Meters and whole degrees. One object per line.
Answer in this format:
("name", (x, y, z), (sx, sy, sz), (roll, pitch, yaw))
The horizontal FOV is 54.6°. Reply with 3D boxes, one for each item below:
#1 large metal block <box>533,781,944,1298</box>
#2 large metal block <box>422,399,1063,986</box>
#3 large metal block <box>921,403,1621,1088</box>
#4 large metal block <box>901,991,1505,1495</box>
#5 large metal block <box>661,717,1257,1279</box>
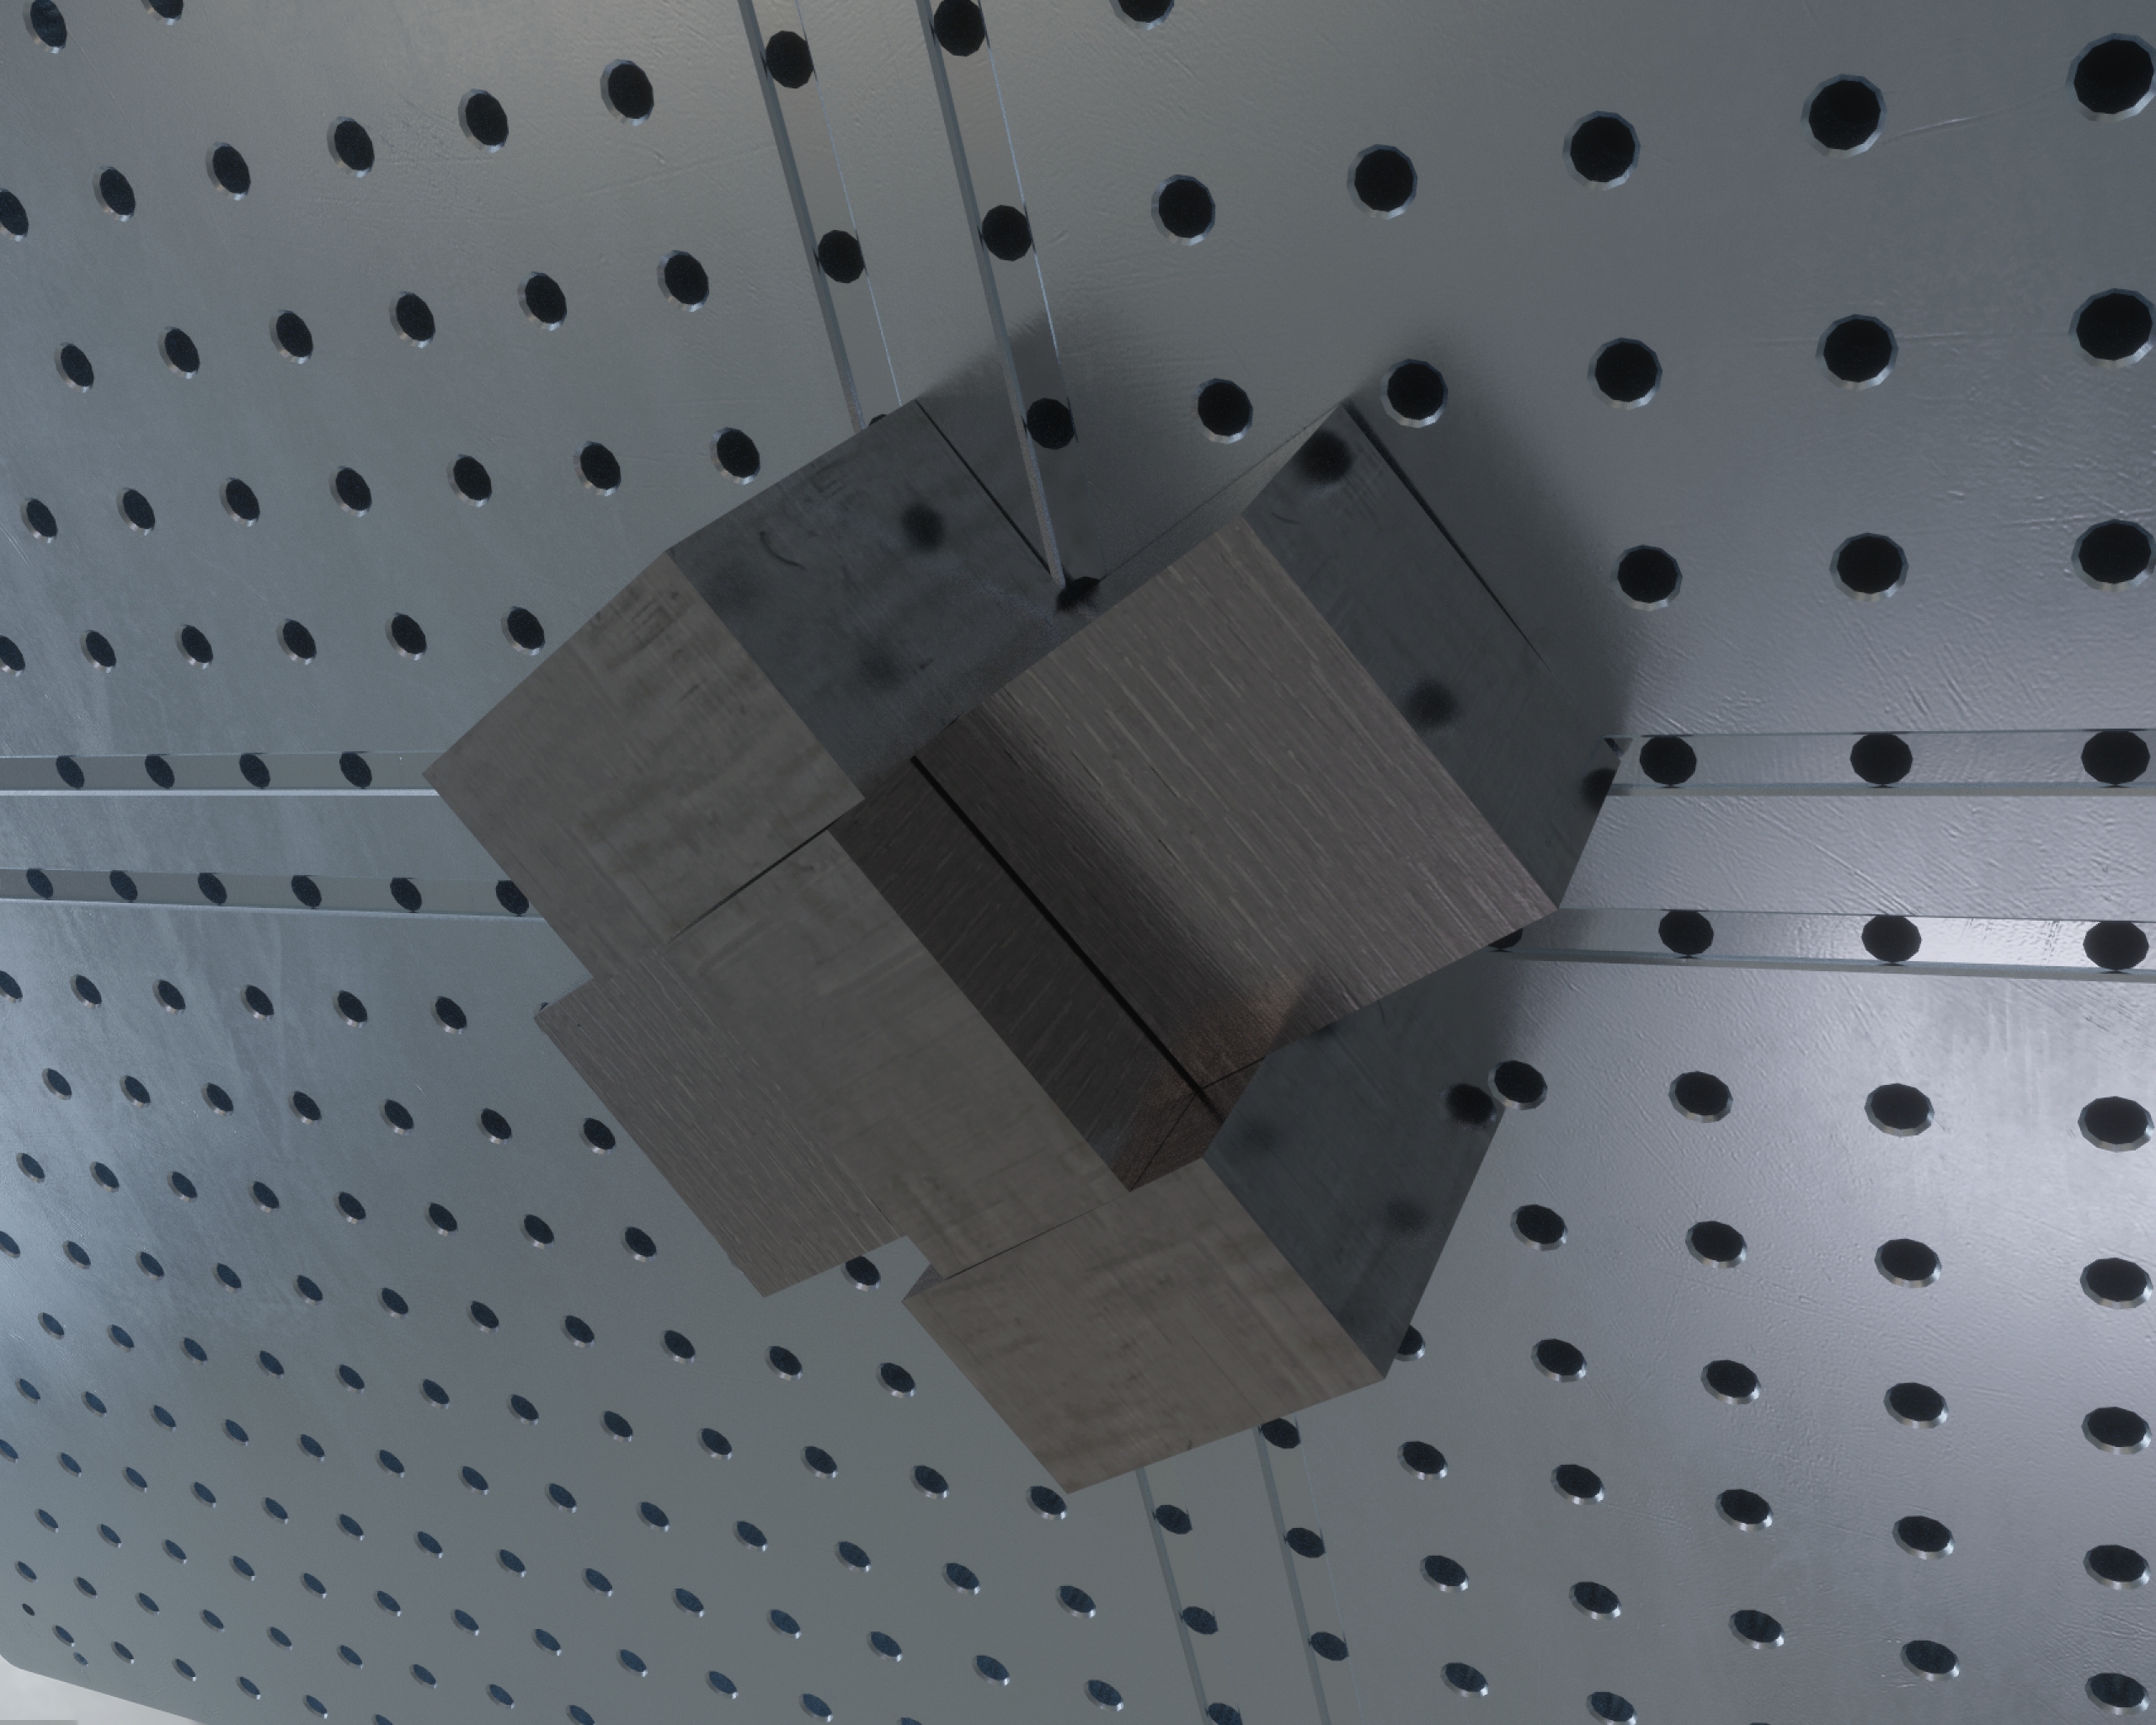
("large metal block", (-0.055, 0.037, 0.449), (0.080, 0.050, 0.080), (-30, 102, 38))
("large metal block", (-0.059, -0.032, 0.387), (0.080, 0.080, 0.050), (-32, 100, 38))
("large metal block", (0.033, -0.018, 0.366), (0.080, 0.050, 0.080), (-32, 103, 38))
("large metal block", (0.026, 0.066, 0.403), (0.080, 0.080, 0.050), (-32, 100, 37))
("large metal block", (-0.016, 0.017, 0.395), (0.050, 0.080, 0.080), (-32, 100, 38))
